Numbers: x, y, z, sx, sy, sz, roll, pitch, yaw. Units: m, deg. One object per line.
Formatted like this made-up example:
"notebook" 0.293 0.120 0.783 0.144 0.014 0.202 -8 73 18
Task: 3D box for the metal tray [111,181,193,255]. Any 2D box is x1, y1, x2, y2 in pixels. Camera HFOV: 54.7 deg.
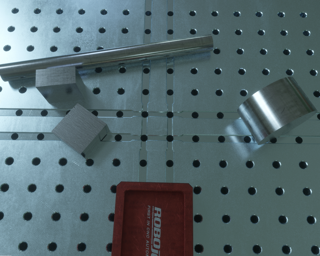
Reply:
"metal tray" -0.008 0.130 0.361 0.091 0.030 0.130 2 70 0

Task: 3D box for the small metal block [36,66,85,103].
"small metal block" -0.133 -0.058 0.418 0.050 0.050 0.025 -6 70 -2

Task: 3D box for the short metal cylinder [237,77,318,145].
"short metal cylinder" 0.146 -0.020 0.391 0.080 0.080 0.050 -25 72 -9

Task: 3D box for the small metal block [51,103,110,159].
"small metal block" -0.104 0.004 0.409 0.050 0.025 0.050 35 74 12

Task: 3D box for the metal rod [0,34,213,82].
"metal rod" -0.073 -0.102 0.448 0.302 0.025 0.025 -9 70 -4
